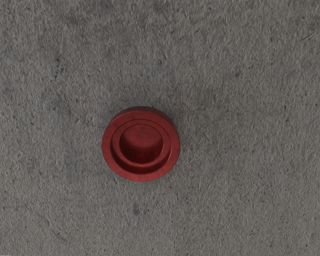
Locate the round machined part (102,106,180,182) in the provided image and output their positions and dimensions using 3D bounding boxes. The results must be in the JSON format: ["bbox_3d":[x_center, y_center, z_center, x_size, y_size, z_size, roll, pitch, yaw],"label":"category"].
[{"bbox_3d":[-0.024,0.018,0.407,0.099,0.042,0.097,0,110,0],"label":"round machined part"}]
